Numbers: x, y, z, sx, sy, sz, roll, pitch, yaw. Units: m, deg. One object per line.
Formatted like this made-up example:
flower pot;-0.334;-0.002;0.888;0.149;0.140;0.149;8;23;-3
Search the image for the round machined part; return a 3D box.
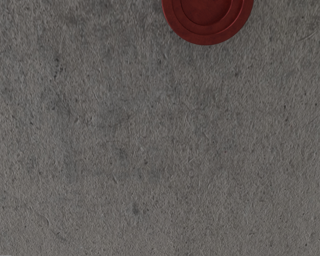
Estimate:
round machined part;0.051;-0.145;0.348;0.099;0.042;0.097;0;110;0
